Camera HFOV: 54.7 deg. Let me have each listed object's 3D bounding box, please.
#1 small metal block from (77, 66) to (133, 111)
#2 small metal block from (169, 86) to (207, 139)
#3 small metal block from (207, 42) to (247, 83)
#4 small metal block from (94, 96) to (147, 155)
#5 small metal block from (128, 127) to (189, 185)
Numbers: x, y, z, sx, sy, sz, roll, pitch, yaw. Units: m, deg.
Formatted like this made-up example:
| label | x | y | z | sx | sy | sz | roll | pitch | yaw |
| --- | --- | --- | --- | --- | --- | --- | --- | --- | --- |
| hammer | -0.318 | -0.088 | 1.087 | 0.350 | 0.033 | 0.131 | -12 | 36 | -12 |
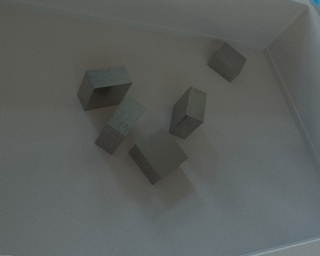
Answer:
| label | x | y | z | sx | sy | sz | roll | pitch | yaw |
| --- | --- | --- | --- | --- | --- | --- | --- | --- | --- |
| small metal block | -0.069 | -0.048 | 0.382 | 0.050 | 0.050 | 0.025 | -15 | 70 | -34 |
| small metal block | 0.038 | -0.020 | 0.422 | 0.025 | 0.050 | 0.050 | 23 | 53 | -15 |
| small metal block | 0.117 | -0.115 | 0.538 | 0.050 | 0.025 | 0.050 | 37 | 51 | -3 |
| small metal block | -0.047 | -0.002 | 0.366 | 0.025 | 0.050 | 0.050 | 37 | 51 | -4 |
| small metal block | -0.002 | 0.034 | 0.384 | 0.050 | 0.025 | 0.050 | -31 | 79 | -38 |
